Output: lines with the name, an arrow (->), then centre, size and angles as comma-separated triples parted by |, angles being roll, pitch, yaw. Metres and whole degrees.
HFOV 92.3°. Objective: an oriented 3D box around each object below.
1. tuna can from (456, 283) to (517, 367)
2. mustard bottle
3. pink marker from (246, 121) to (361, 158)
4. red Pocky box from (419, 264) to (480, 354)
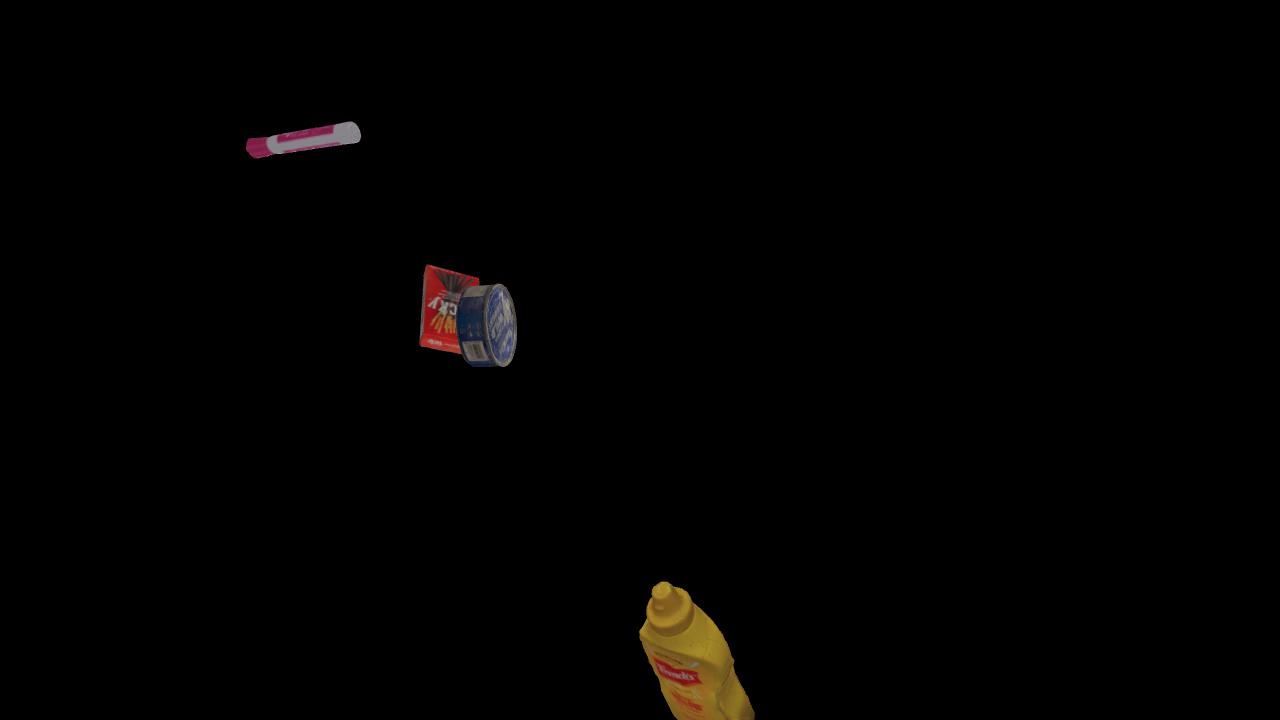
tuna can -> -0.154, -0.034, 0.622 | 0.034, 0.084, 0.084 | -3, 0, 8
mustard bottle -> 0.045, 0.273, 0.570 | 0.092, 0.184, 0.054 | 8, 37, 42
pink marker -> -0.320, -0.207, 0.580 | 0.121, 0.020, 0.020 | -2, -1, 15
red Pocky box -> -0.277, -0.075, 0.905 | 0.083, 0.155, 0.028 | 13, -48, -29
